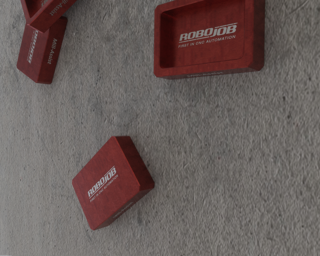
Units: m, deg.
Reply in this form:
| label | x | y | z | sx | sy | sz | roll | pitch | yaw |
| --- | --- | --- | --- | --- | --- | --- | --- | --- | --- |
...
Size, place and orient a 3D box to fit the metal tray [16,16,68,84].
| label | x | y | z | sx | sy | sz | roll | pitch | yaw |
| --- | --- | --- | --- | --- | --- | --- | --- | --- | --- |
| metal tray | -0.227 | -0.159 | 0.589 | 0.090 | 0.030 | 0.129 | 33 | 110 | 35 |

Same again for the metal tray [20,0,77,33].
| label | x | y | z | sx | sy | sz | roll | pitch | yaw |
| --- | --- | --- | --- | --- | --- | --- | --- | --- | --- |
| metal tray | -0.177 | -0.235 | 0.521 | 0.130 | 0.030 | 0.090 | -35 | 61 | 19 |

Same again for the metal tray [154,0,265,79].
| label | x | y | z | sx | sy | sz | roll | pitch | yaw |
| --- | --- | --- | --- | --- | --- | --- | --- | --- | --- |
| metal tray | 0.052 | -0.107 | 0.358 | 0.130 | 0.030 | 0.089 | 1 | 91 | 40 |

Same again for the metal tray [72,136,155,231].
| label | x | y | z | sx | sy | sz | roll | pitch | yaw |
| --- | --- | --- | --- | --- | --- | --- | --- | --- | --- |
| metal tray | -0.075 | 0.083 | 0.464 | 0.129 | 0.030 | 0.090 | -45 | 63 | 31 |
